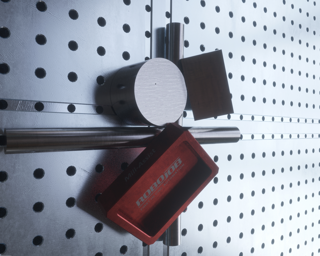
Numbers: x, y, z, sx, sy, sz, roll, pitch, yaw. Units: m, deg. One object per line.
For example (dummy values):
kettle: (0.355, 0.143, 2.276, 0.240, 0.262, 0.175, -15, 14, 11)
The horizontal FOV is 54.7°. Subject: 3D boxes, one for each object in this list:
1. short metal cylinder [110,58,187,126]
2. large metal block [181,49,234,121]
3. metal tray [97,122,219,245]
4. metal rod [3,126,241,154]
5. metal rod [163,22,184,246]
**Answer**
short metal cylinder: (-0.013, -0.042, 0.381, 0.081, 0.050, 0.079, 0, 90, -40)
large metal block: (0.065, -0.061, 0.421, 0.080, 0.050, 0.080, -58, 136, -73)
metal tray: (0.002, 0.068, 0.374, 0.130, 0.030, 0.090, -46, 126, -7)
metal rod: (-0.018, 0.011, 0.372, 0.303, 0.025, 0.025, -1, 91, -33)
metal rod: (0.019, 0.008, 0.425, 0.025, 0.025, 0.298, 1, 90, -40)
